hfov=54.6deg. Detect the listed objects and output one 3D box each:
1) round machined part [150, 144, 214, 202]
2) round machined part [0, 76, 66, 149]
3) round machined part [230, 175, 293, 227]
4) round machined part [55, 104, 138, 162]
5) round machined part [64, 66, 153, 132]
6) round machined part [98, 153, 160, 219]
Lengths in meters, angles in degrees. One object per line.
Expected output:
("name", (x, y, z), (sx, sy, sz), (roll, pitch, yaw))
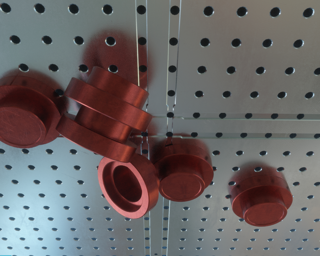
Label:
("round machined part", (0.031, 0.073, 0.463), (0.099, 0.042, 0.097), (0, 130, 0))
("round machined part", (-0.172, -0.012, 0.388), (0.099, 0.042, 0.097), (0, 130, 0))
("round machined part", (0.168, 0.125, 0.508), (0.099, 0.042, 0.097), (0, 130, 0))
("round machined part", (-0.071, 0.002, 0.377), (0.098, 0.098, 0.042), (26, 91, -20))
("round machined part", (-0.051, -0.035, 0.346), (0.098, 0.098, 0.042), (26, 90, -21))
("round machined part", (-0.040, 0.075, 0.442), (0.098, 0.042, 0.097), (16, 117, 34))
